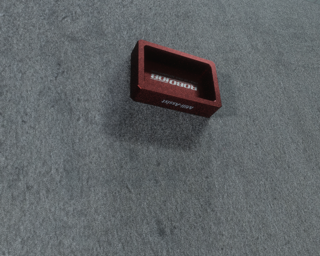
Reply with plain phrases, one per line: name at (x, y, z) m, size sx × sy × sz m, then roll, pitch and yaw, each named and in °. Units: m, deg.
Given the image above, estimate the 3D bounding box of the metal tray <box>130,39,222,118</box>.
metal tray at (0.023, -0.071, 0.455) m, size 0.131 × 0.030 × 0.090 m, roll 11°, pitch 57°, yaw -22°
